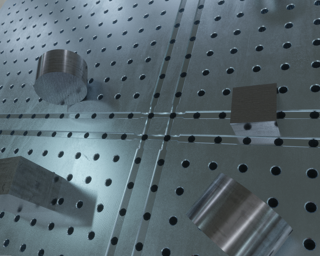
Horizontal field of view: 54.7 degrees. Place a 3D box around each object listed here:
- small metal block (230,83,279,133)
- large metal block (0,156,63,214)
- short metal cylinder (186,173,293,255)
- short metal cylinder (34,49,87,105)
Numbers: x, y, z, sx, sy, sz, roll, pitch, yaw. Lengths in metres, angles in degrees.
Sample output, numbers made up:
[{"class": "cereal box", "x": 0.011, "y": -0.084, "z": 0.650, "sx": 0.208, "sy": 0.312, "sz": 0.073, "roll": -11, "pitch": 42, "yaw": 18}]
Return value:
[{"class": "small metal block", "x": 0.112, "y": -0.022, "z": 0.363, "sx": 0.050, "sy": 0.025, "sz": 0.050, "roll": -3, "pitch": 60, "yaw": 26}, {"class": "large metal block", "x": -0.198, "y": 0.081, "z": 0.427, "sx": 0.080, "sy": 0.080, "sz": 0.050, "roll": -9, "pitch": 58, "yaw": 23}, {"class": "short metal cylinder", "x": 0.070, "y": 0.086, "z": 0.283, "sx": 0.050, "sy": 0.080, "sz": 0.080, "roll": -49, "pitch": 51, "yaw": -6}, {"class": "short metal cylinder", "x": -0.160, "y": -0.081, "z": 0.507, "sx": 0.080, "sy": 0.080, "sz": 0.050, "roll": -19, "pitch": 54, "yaw": 17}]
